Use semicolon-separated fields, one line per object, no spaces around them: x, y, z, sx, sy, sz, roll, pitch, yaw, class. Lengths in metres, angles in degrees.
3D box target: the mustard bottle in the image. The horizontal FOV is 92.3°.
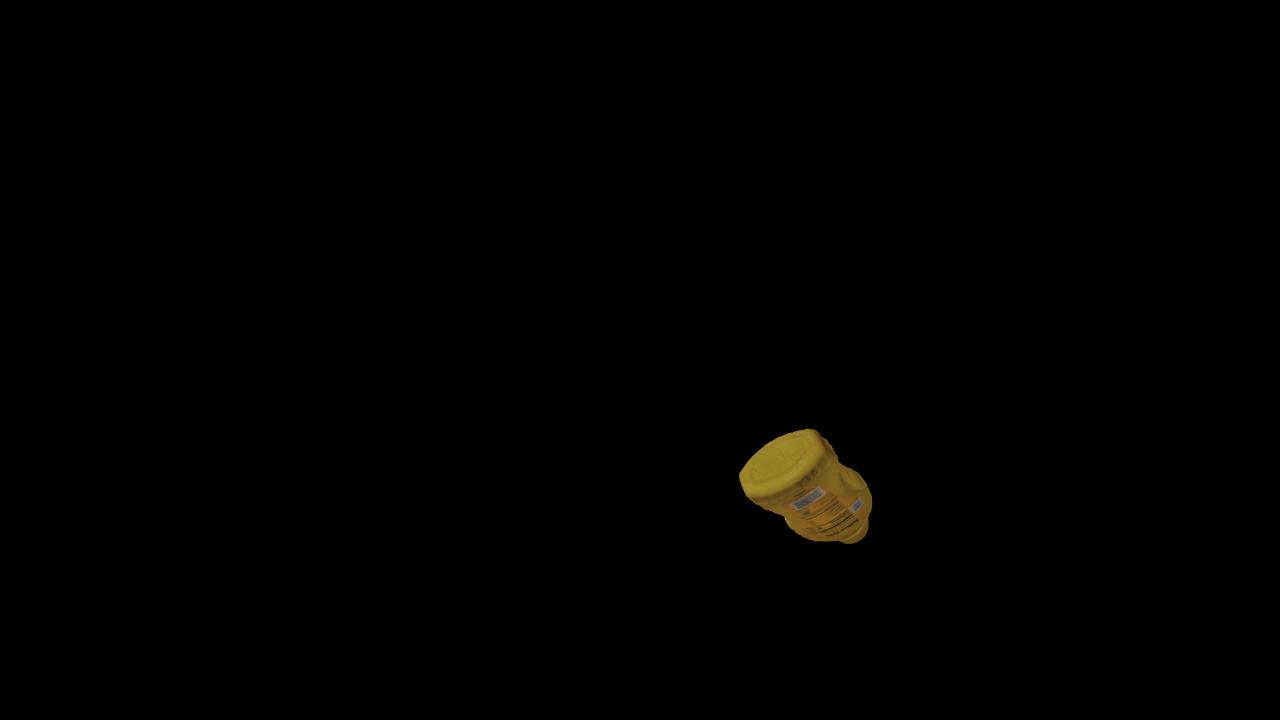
0.184;0.142;0.622;0.184;0.092;0.054;40;16;-36;mustard bottle
